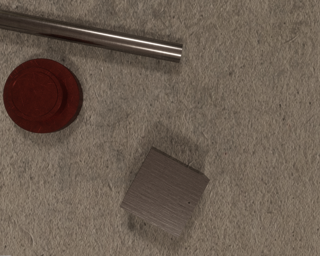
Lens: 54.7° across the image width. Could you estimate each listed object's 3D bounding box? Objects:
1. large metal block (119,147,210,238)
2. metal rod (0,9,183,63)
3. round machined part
[{"bbox_3d":[0.006,0.079,0.398,0.080,0.050,0.080,28,90,-1],"label":"large metal block"},{"bbox_3d":[-0.120,-0.126,0.408,0.302,0.025,0.025,11,90,-1],"label":"metal rod"},{"bbox_3d":[-0.154,-0.042,0.399,0.099,0.042,0.097,0,90,-1],"label":"round machined part"}]
